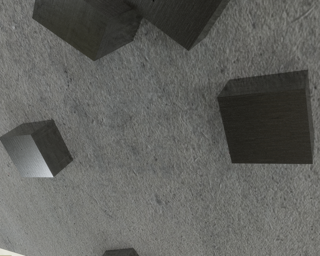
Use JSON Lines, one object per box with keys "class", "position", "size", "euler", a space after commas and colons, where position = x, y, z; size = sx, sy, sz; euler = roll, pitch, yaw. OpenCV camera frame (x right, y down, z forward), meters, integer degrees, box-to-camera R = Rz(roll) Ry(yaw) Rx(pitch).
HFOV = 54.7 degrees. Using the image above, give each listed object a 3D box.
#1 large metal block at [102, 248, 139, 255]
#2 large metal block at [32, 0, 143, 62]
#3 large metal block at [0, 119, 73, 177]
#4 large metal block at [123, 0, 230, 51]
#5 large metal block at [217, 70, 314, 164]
{"class": "large metal block", "position": [-0.071, 0.286, 0.605], "size": [0.080, 0.050, 0.080], "euler": [-21, 107, 36]}
{"class": "large metal block", "position": [-0.072, -0.126, 0.332], "size": [0.080, 0.080, 0.050], "euler": [35, 129, 4]}
{"class": "large metal block", "position": [-0.207, 0.036, 0.522], "size": [0.080, 0.050, 0.080], "euler": [-5, 116, 30]}
{"class": "large metal block", "position": [0.025, -0.135, 0.294], "size": [0.080, 0.050, 0.080], "euler": [38, 129, 2]}
{"class": "large metal block", "position": [0.113, -0.010, 0.325], "size": [0.080, 0.050, 0.080], "euler": [-3, 117, 29]}
